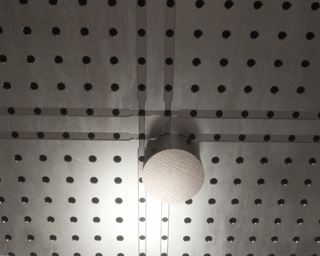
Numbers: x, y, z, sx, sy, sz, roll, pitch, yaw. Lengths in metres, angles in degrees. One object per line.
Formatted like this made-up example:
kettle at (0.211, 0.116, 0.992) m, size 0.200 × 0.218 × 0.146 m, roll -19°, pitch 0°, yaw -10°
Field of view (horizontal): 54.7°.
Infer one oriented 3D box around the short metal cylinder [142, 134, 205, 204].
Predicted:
short metal cylinder at (0.017, 0.054, 0.420) m, size 0.081 × 0.050 × 0.079 m, roll 0°, pitch 111°, yaw -1°
